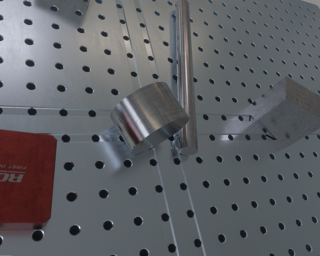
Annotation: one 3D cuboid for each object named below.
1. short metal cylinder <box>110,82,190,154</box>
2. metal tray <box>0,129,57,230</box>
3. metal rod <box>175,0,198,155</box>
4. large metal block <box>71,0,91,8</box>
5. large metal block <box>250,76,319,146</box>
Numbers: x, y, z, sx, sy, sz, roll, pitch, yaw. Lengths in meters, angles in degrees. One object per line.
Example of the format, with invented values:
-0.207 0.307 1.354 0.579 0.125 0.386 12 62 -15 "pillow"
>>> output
-0.012 -0.011 0.373 0.081 0.080 0.050 -23 74 -36 "short metal cylinder"
-0.168 0.045 0.287 0.131 0.030 0.090 8 58 -24 "metal tray"
0.039 -0.097 0.487 0.025 0.025 0.299 14 56 -21 "metal rod"
-0.130 -0.242 0.469 0.080 0.050 0.080 22 54 -15 "large metal block"
0.205 -0.025 0.498 0.080 0.080 0.050 26 53 -12 "large metal block"
